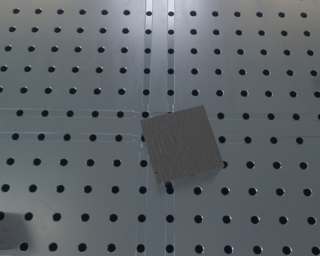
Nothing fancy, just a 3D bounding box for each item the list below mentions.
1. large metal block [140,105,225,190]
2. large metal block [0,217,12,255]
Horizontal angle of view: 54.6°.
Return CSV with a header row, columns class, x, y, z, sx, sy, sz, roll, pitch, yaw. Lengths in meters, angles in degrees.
class,x,y,z,sx,sy,sz,roll,pitch,yaw
large metal block,0.025,0.026,0.389,0.080,0.050,0.080,-14,71,-5
large metal block,-0.225,0.129,0.334,0.080,0.080,0.050,-27,72,-9
